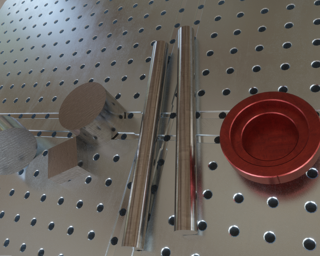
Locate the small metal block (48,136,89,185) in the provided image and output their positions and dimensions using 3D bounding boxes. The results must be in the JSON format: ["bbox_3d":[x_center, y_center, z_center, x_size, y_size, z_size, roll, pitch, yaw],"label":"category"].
[{"bbox_3d":[-0.134,0.047,0.450,0.050,0.025,0.050,-24,53,13],"label":"small metal block"}]

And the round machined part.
[{"bbox_3d":[0.117,0.013,0.328,0.098,0.042,0.098,-13,56,21],"label":"round machined part"}]

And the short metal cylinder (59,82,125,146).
[{"bbox_3d":[-0.100,-0.021,0.458,0.080,0.050,0.080,-13,56,21],"label":"short metal cylinder"}]

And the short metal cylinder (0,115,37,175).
[{"bbox_3d":[-0.243,0.026,0.485,0.050,0.080,0.080,30,78,37],"label":"short metal cylinder"}]

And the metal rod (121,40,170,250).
[{"bbox_3d":[-0.014,0.002,0.414,0.025,0.025,0.299,-7,58,24],"label":"metal rod"}]

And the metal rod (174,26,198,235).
[{"bbox_3d":[0.034,-0.019,0.402,0.025,0.025,0.299,-11,57,22],"label":"metal rod"}]
